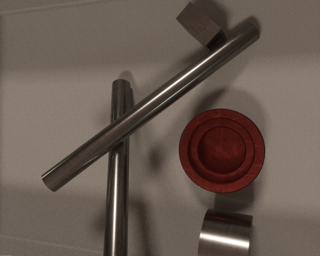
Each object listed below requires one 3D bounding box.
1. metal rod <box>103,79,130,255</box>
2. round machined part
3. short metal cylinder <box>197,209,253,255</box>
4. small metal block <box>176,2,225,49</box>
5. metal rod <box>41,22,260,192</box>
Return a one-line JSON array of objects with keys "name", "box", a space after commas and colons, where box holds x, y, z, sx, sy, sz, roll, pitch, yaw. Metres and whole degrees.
[{"name": "metal rod", "box": [-0.049, 0.070, 0.358, 0.025, 0.025, 0.299, -13, 59, 19]}, {"name": "round machined part", "box": [0.076, 0.026, 0.374, 0.098, 0.042, 0.097, 0, 90, 19]}, {"name": "short metal cylinder", "box": [0.076, 0.137, 0.354, 0.050, 0.080, 0.079, 5, 92, 20]}, {"name": "small metal block", "box": [0.052, -0.120, 0.378, 0.050, 0.050, 0.025, 46, 104, 14]}, {"name": "metal rod", "box": [-0.009, -0.026, 0.365, 0.301, 0.025, 0.025, -37, 78, -3]}]
